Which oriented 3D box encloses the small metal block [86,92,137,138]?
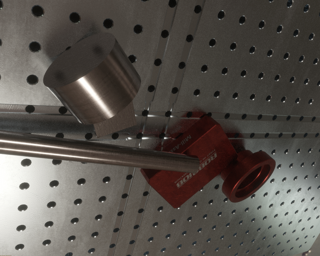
[{"bbox_3d":[-0.059,-0.022,0.366,0.050,0.025,0.050,-20,126,-17],"label":"small metal block"}]

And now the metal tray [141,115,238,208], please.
[{"bbox_3d":[0.047,0.053,0.469,0.130,0.030,0.090,-39,130,-2],"label":"metal tray"}]

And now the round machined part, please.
[{"bbox_3d":[0.141,0.075,0.518,0.099,0.042,0.097,-24,140,-22],"label":"round machined part"}]

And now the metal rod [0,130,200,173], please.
[{"bbox_3d":[-0.086,0.028,0.361,0.302,0.025,0.025,10,114,-26],"label":"metal rod"}]

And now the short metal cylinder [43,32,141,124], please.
[{"bbox_3d":[-0.066,-0.050,0.309,0.080,0.080,0.050,-37,129,-4],"label":"short metal cylinder"}]
